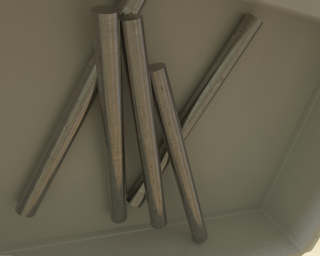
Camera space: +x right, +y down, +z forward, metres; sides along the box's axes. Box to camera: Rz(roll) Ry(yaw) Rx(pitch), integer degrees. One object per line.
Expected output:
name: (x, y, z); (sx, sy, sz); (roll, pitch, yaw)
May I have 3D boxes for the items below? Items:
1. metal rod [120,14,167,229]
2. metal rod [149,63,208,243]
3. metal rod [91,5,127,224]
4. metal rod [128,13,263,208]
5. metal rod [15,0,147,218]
metal rod: (-0.015, 0.018, 0.377); (0.025, 0.025, 0.298); (-19, 126, -18)
metal rod: (0.029, 0.054, 0.422); (0.025, 0.025, 0.298); (-25, 123, -13)
metal rod: (-0.054, 0.013, 0.365); (0.025, 0.025, 0.298); (-14, 131, -21)
metal rod: (0.040, -0.014, 0.421); (0.025, 0.025, 0.299); (23, 106, -37)
metal rod: (-0.091, -0.023, 0.344); (0.025, 0.025, 0.298); (20, 108, -36)
